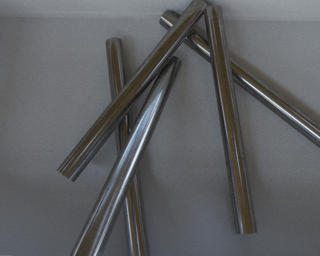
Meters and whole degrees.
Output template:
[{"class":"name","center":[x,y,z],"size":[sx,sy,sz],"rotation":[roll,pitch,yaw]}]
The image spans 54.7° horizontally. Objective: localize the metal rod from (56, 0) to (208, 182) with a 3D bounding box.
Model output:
[{"class":"metal rod","center":[-0.026,-0.060,0.403],"size":[0.025,0.025,0.300],"rotation":[32,73,11]}]

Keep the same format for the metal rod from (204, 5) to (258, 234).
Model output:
[{"class":"metal rod","center":[0.088,-0.021,0.400],"size":[0.025,0.025,0.299],"rotation":[-5,76,-2]}]

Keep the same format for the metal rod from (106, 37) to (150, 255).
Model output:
[{"class":"metal rod","center":[-0.045,0.014,0.404],"size":[0.025,0.025,0.299],"rotation":[-8,70,-3]}]

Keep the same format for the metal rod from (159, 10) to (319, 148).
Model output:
[{"class":"metal rod","center":[0.117,-0.071,0.436],"size":[0.300,0.025,0.025],"rotation":[41,75,13]}]

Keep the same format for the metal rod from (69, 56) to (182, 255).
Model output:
[{"class":"metal rod","center":[-0.024,0.013,0.348],"size":[0.025,0.025,0.301],"rotation":[17,49,6]}]
